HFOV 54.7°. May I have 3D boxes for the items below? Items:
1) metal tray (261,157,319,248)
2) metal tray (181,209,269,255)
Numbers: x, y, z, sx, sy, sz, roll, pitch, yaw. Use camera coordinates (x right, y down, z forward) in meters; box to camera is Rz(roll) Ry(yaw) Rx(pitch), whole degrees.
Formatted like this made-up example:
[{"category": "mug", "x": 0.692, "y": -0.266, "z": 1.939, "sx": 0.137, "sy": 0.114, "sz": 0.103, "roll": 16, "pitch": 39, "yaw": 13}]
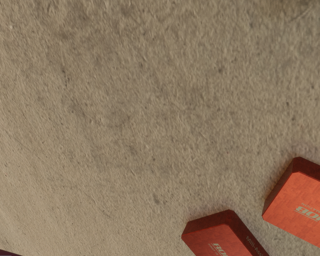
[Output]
[{"category": "metal tray", "x": 0.199, "y": 0.099, "z": 0.360, "sx": 0.130, "sy": 0.030, "sz": 0.089, "roll": 25, "pitch": 127, "yaw": 12}, {"category": "metal tray", "x": 0.105, "y": 0.189, "z": 0.464, "sx": 0.090, "sy": 0.030, "sz": 0.130, "roll": -31, "pitch": 101, "yaw": 37}]
